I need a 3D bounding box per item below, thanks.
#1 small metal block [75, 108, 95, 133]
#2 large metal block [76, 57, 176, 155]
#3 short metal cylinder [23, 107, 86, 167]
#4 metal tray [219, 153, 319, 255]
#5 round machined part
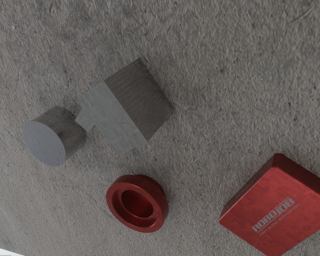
[{"bbox_3d":[-0.081,-0.028,0.416,0.025,0.050,0.050,42,129,-1],"label":"small metal block"},{"bbox_3d":[-0.037,-0.028,0.374,0.050,0.080,0.080,-26,104,37],"label":"large metal block"},{"bbox_3d":[-0.164,0.013,0.486,0.080,0.050,0.079,13,124,21],"label":"short metal cylinder"},{"bbox_3d":[0.146,0.102,0.390,0.090,0.030,0.129,33,129,6],"label":"metal tray"},{"bbox_3d":[-0.031,0.112,0.481,0.098,0.042,0.097,13,124,21],"label":"round machined part"}]
